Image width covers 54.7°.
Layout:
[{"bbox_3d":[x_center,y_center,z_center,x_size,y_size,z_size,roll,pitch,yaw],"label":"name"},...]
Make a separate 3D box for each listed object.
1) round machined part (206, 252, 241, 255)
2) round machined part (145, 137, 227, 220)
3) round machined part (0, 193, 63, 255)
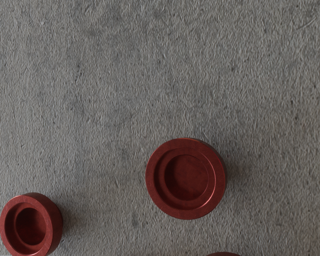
[{"bbox_3d":[0.082,0.197,0.371,0.098,0.042,0.097,0,90,20],"label":"round machined part"},{"bbox_3d":[0.035,0.060,0.387,0.098,0.042,0.097,0,90,20],"label":"round machined part"},{"bbox_3d":[-0.187,0.145,0.466,0.098,0.042,0.097,0,90,20],"label":"round machined part"}]
